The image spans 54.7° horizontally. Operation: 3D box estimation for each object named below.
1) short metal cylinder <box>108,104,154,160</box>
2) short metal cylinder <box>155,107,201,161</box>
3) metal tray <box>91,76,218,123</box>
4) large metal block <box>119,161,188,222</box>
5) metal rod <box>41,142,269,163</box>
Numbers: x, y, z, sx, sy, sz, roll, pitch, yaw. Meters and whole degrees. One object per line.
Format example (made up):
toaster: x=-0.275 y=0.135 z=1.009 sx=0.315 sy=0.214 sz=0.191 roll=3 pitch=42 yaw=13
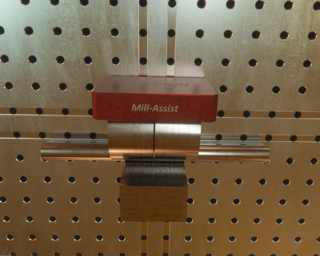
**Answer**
short metal cylinder: x=-0.033 y=-0.001 z=0.381 sx=0.050 sy=0.080 sz=0.079 roll=1 pitch=110 yaw=0
short metal cylinder: x=0.020 y=0.000 z=0.381 sx=0.050 sy=0.080 sz=0.079 roll=2 pitch=110 yaw=-1
metal tray: x=-0.005 y=-0.036 z=0.361 sx=0.131 sy=0.090 sz=0.030 roll=1 pitch=110 yaw=-1
large metal block: x=-0.008 y=0.077 z=0.408 sx=0.081 sy=0.080 sz=0.050 roll=1 pitch=110 yaw=-1
metal rod: x=-0.006 y=0.033 z=0.421 sx=0.302 sy=0.025 sz=0.025 roll=1 pitch=110 yaw=-1
